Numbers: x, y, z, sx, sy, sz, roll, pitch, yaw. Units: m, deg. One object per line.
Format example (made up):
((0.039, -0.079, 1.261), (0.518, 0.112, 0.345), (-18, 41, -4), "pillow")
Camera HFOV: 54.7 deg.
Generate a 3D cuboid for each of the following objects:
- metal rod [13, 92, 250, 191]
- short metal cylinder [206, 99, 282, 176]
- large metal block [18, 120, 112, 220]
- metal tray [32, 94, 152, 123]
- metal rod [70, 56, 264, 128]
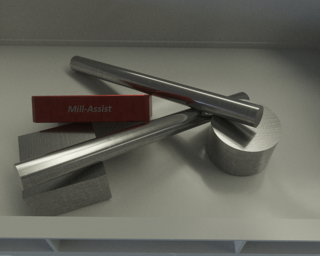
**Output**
((-0.004, 0.002, 0.353), (0.302, 0.025, 0.025), (-19, 52, -33), "metal rod")
((0.100, 0.011, 0.378), (0.081, 0.050, 0.080), (0, 50, 0), "short metal cylinder")
((-0.105, 0.044, 0.345), (0.081, 0.050, 0.080), (-15, 52, -13), "large metal block")
((-0.077, -0.026, 0.385), (0.131, 0.030, 0.090), (-1, 6, 1), "metal tray")
((-0.013, -0.057, 0.413), (0.300, 0.025, 0.025), (21, 52, 31), "metal rod")
